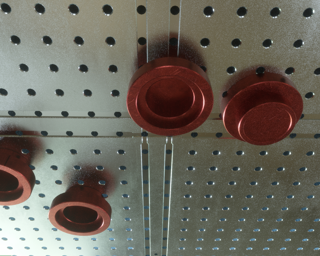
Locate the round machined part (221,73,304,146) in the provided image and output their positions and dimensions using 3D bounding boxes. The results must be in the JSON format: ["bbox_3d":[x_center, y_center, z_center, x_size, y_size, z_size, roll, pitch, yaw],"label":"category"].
[{"bbox_3d":[0.129,-0.016,0.387,0.099,0.042,0.097,0,130,0],"label":"round machined part"}]

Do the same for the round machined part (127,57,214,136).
[{"bbox_3d":[0.012,-0.040,0.366,0.099,0.042,0.097,0,130,0],"label":"round machined part"}]

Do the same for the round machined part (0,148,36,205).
[{"bbox_3d":[-0.233,0.068,0.456,0.099,0.042,0.097,0,130,0],"label":"round machined part"}]

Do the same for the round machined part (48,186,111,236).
[{"bbox_3d":[-0.129,0.134,0.513,0.099,0.042,0.097,0,130,0],"label":"round machined part"}]
